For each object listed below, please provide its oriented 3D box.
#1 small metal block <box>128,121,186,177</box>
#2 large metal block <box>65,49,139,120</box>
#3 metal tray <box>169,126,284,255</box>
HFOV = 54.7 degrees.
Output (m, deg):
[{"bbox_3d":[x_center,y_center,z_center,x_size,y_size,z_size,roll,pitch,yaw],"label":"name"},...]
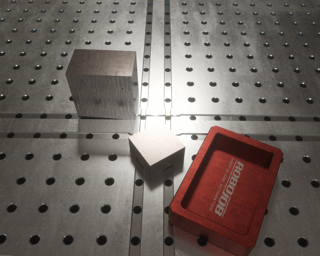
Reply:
[{"bbox_3d":[-0.004,0.025,0.387,0.050,0.025,0.050,-27,55,-21],"label":"small metal block"},{"bbox_3d":[-0.073,-0.058,0.419,0.081,0.080,0.050,3,50,2],"label":"large metal block"},{"bbox_3d":[0.077,0.064,0.351,0.090,0.030,0.130,22,53,17],"label":"metal tray"}]
